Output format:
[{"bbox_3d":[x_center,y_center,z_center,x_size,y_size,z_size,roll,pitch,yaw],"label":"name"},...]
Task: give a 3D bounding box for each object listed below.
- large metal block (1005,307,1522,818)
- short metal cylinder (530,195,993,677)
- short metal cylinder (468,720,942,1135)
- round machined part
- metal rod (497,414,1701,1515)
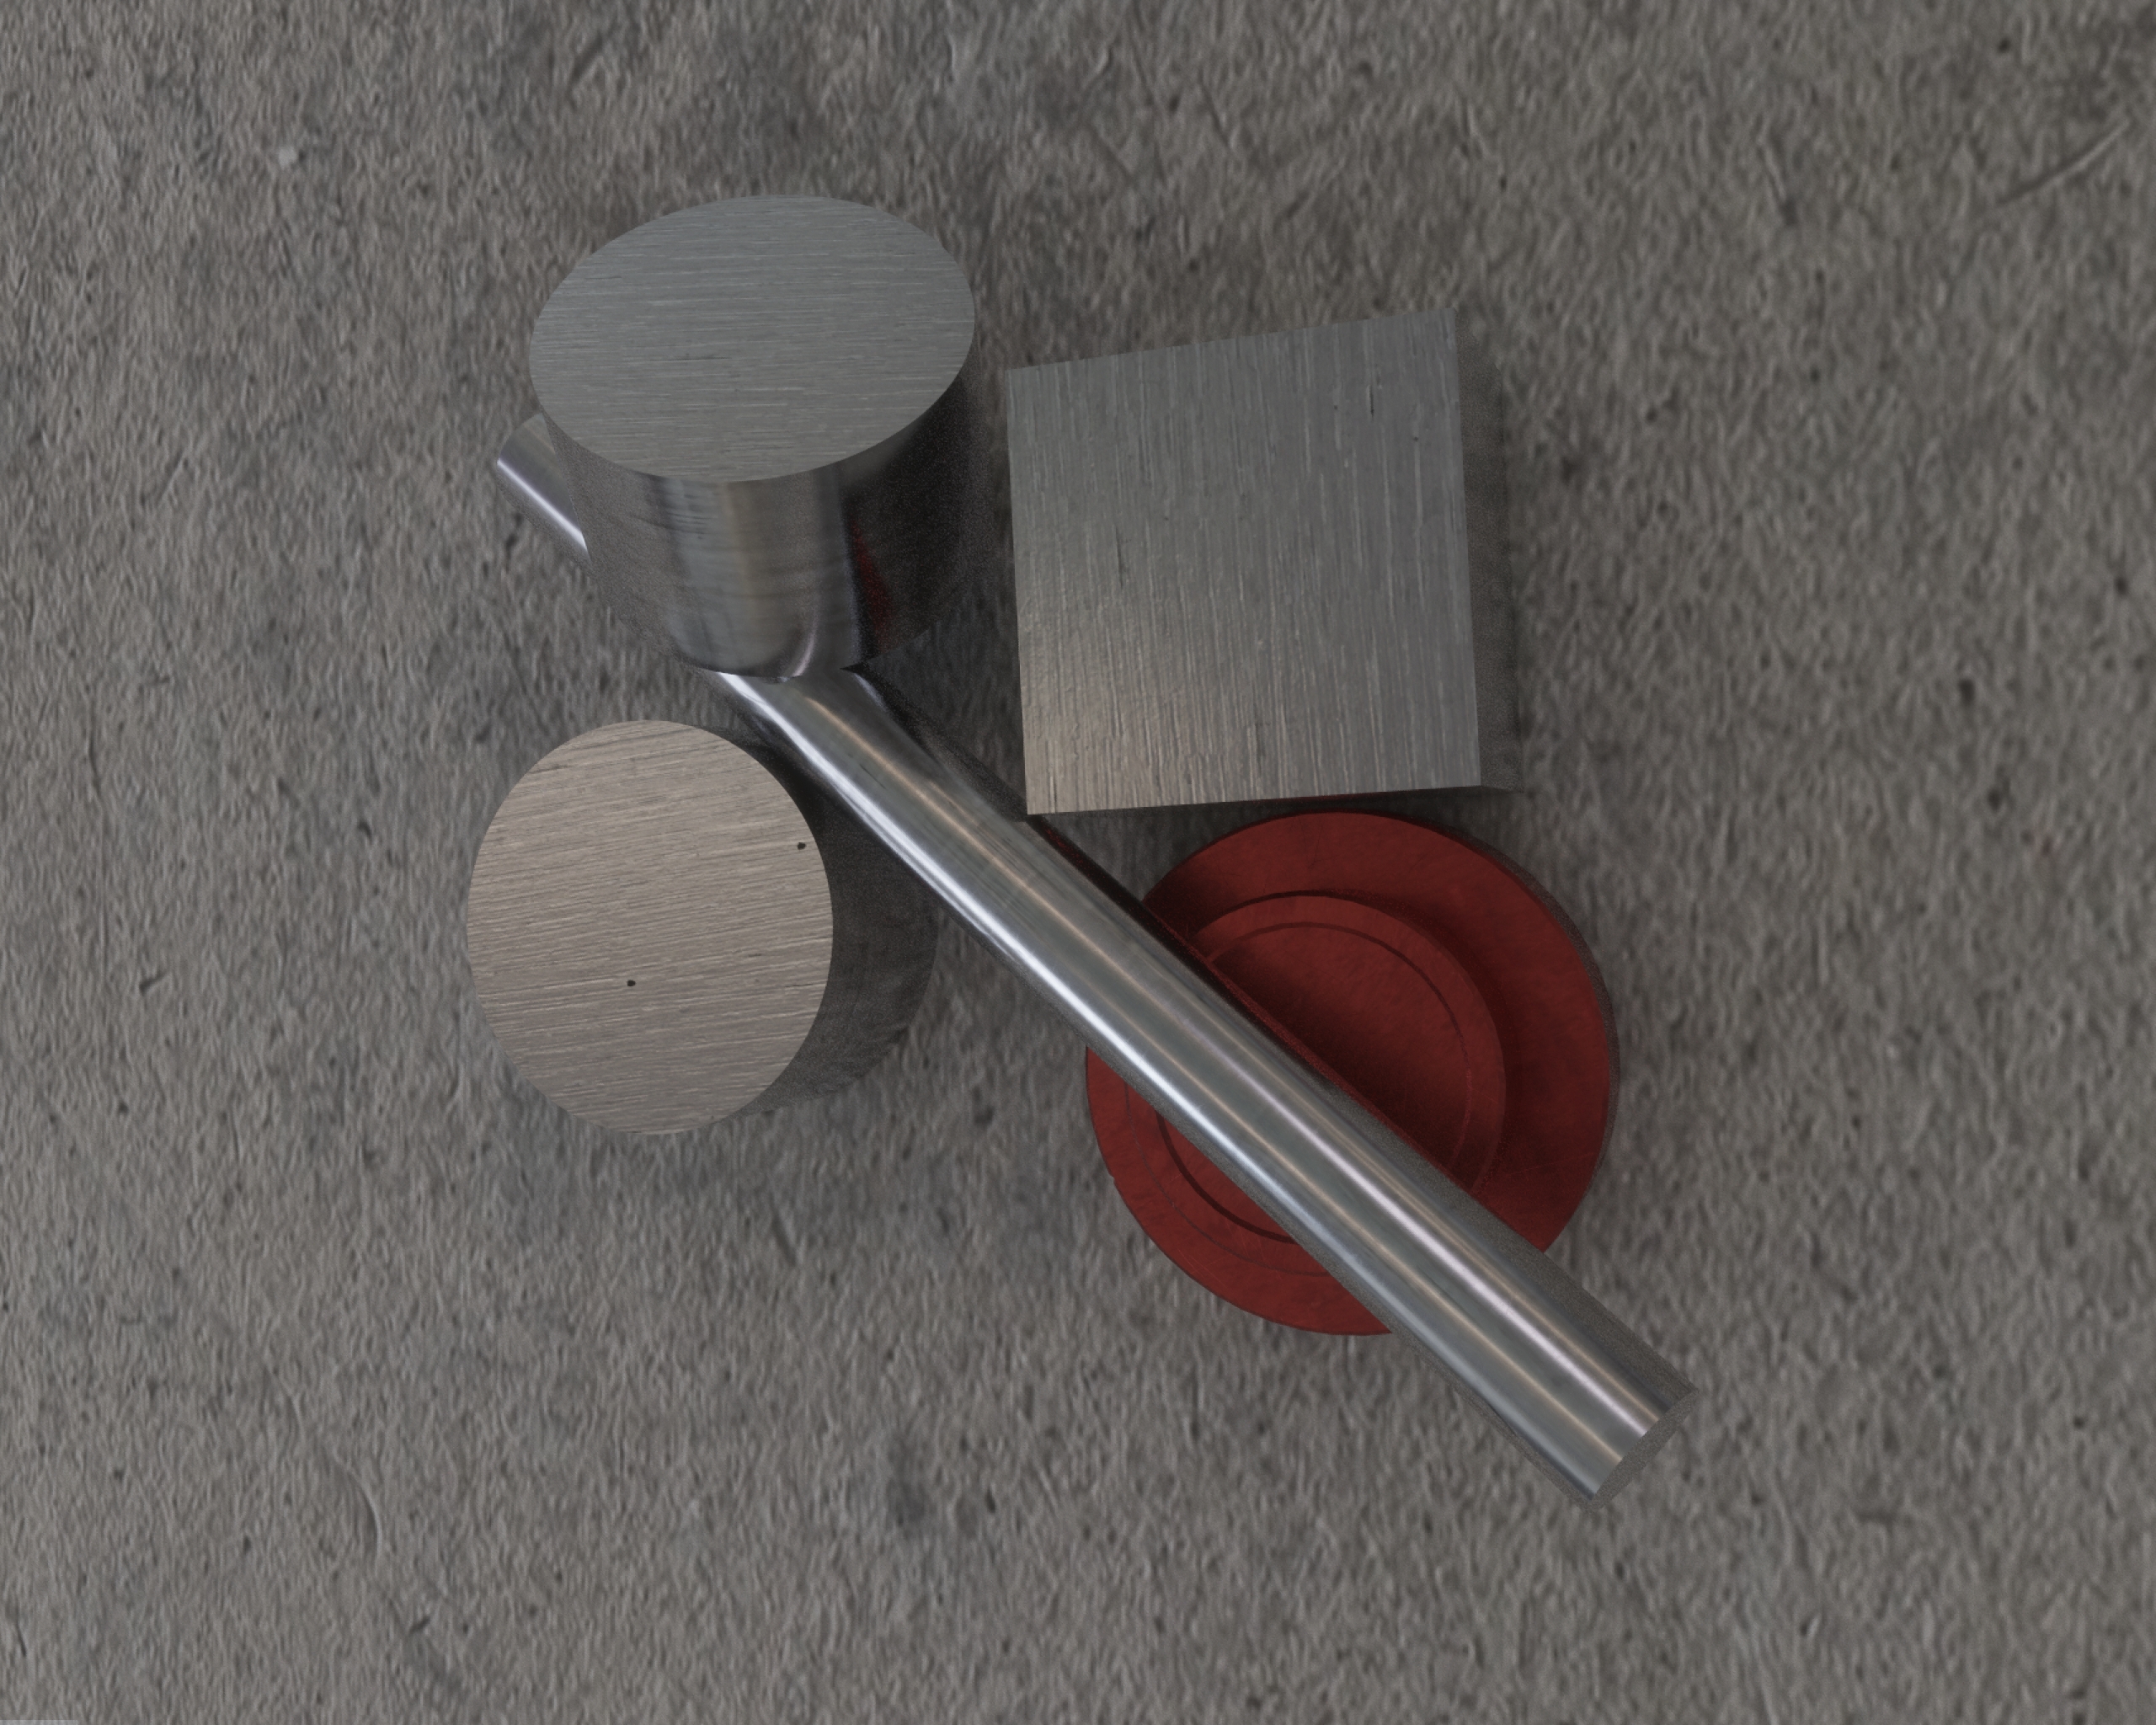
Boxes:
[{"bbox_3d":[0.035,-0.050,0.382,0.080,0.050,0.080,-3,89,20],"label":"large metal block"},{"bbox_3d":[-0.058,-0.082,0.397,0.080,0.050,0.080,-1,53,2],"label":"short metal cylinder"},{"bbox_3d":[-0.075,0.012,0.424,0.080,0.050,0.080,0,90,20],"label":"short metal cylinder"},{"bbox_3d":[0.047,0.039,0.384,0.098,0.042,0.097,0,90,20],"label":"round machined part"},{"bbox_3d":[-0.015,0.000,0.380,0.300,0.025,0.025,41,103,28],"label":"metal rod"}]
